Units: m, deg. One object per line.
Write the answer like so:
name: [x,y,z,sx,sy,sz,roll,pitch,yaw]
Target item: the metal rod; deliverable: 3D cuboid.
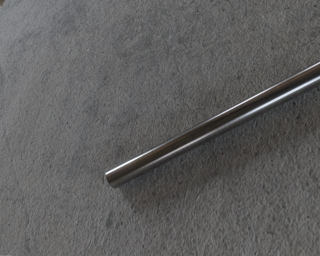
metal rod: [0.068,-0.003,0.370,0.300,0.025,0.025,-28,52,10]
